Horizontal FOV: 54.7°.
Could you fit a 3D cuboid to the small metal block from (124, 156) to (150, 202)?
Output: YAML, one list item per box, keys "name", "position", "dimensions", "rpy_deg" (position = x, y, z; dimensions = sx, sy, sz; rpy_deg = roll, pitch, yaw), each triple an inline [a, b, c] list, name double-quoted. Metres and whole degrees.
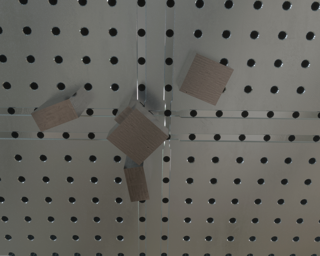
- name: "small metal block"
  position: [-0.030, 0.064, 0.424]
  dimensions: [0.025, 0.050, 0.050]
  rpy_deg: [-8, 110, 3]

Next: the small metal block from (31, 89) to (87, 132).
- name: "small metal block"
  position: [-0.125, -0.023, 0.390]
  dimensions: [0.050, 0.050, 0.025]
  rpy_deg: [-20, 109, 7]

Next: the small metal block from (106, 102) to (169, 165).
- name: "small metal block"
  position: [-0.025, 0.007, 0.362]
  dimensions: [0.050, 0.025, 0.050]
  rpy_deg: [42, 105, -14]

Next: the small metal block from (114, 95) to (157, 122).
- name: "small metal block"
  position: [-0.028, -0.010, 0.396]
  dimensions: [0.025, 0.050, 0.050]
  rpy_deg: [-43, 105, 14]

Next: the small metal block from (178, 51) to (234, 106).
- name: "small metal block"
  position: [0.057, -0.063, 0.391]
  dimensions: [0.050, 0.025, 0.050]
  rpy_deg: [22, 108, -8]
